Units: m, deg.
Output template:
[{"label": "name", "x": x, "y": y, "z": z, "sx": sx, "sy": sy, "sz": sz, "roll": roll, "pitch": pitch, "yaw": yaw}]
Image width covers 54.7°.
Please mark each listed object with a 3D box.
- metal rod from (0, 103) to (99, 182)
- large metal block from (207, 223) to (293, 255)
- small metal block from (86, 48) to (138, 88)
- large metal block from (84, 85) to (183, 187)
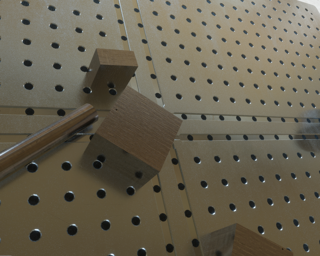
[{"label": "metal rod", "x": -0.176, "y": 0.054, "z": 0.280, "sx": 0.025, "sy": 0.025, "sz": 0.302, "roll": 48, "pitch": 51, "yaw": 5}, {"label": "large metal block", "x": 0.097, "y": 0.166, "z": 0.345, "sx": 0.080, "sy": 0.050, "sz": 0.080, "roll": 30, "pitch": 52, "yaw": -10}, {"label": "small metal block", "x": -0.063, "y": -0.077, "z": 0.406, "sx": 0.050, "sy": 0.050, "sz": 0.025, "roll": -4, "pitch": 64, "yaw": -30}, {"label": "large metal block", "x": -0.030, "y": 0.009, "z": 0.371, "sx": 0.080, "sy": 0.050, "sz": 0.080, "roll": 32, "pitch": 51, "yaw": -8}]
